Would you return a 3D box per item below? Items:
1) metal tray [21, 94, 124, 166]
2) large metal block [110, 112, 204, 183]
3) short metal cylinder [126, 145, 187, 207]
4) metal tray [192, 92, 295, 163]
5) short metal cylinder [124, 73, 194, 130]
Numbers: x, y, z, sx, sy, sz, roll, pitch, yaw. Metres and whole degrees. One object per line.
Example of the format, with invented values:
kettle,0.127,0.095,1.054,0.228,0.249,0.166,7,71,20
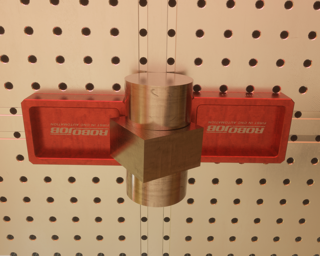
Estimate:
metal tray,-0.107,0.003,0.410,0.131,0.030,0.089,1,110,-1
large metal block,-0.006,0.017,0.375,0.081,0.080,0.050,-11,114,-33
short metal cylinder,-0.004,0.059,0.405,0.081,0.080,0.050,2,110,-1
metal tray,0.102,0.000,0.411,0.131,0.030,0.089,1,110,-1
short metal cylinder,-0.002,-0.035,0.371,0.081,0.080,0.050,1,110,-1
